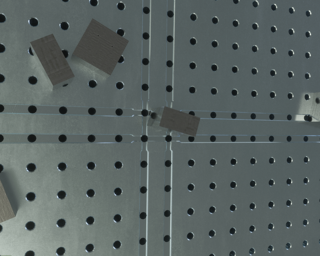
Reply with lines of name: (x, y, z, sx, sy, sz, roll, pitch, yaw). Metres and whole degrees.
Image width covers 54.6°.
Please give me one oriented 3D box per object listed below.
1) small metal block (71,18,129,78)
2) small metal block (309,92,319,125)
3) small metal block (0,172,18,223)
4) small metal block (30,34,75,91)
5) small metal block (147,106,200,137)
small metal block: (-0.075, -0.097, 0.385, 0.050, 0.025, 0.050, 29, 81, -18)
small metal block: (0.281, -0.029, 0.515, 0.050, 0.025, 0.050, 14, 85, -20)
small metal block: (-0.193, 0.083, 0.342, 0.050, 0.025, 0.050, -21, 97, -19)
small metal block: (-0.123, -0.073, 0.354, 0.025, 0.050, 0.050, -29, 100, -18)
small metal block: (0.017, -0.008, 0.405, 0.050, 0.050, 0.025, 17, 85, -19)
